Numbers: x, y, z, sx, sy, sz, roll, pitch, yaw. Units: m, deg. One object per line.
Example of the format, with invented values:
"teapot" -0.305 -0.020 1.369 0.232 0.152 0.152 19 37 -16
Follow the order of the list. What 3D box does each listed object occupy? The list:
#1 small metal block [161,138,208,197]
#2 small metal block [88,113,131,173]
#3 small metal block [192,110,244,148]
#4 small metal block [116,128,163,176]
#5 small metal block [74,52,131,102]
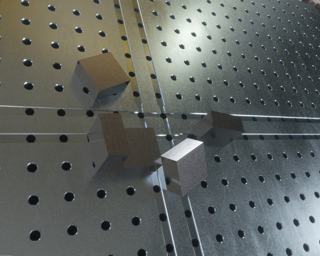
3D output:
"small metal block" 0.031 0.047 0.380 0.050 0.025 0.050 -30 121 -38
"small metal block" -0.059 0.017 0.351 0.025 0.050 0.050 -3 64 -30
"small metal block" 0.081 0.003 0.436 0.050 0.050 0.025 10 58 -23
"small metal block" -0.029 0.028 0.377 0.050 0.025 0.050 -1 62 -29
"small metal block" -0.076 -0.069 0.410 0.050 0.025 0.050 -27 77 -37
